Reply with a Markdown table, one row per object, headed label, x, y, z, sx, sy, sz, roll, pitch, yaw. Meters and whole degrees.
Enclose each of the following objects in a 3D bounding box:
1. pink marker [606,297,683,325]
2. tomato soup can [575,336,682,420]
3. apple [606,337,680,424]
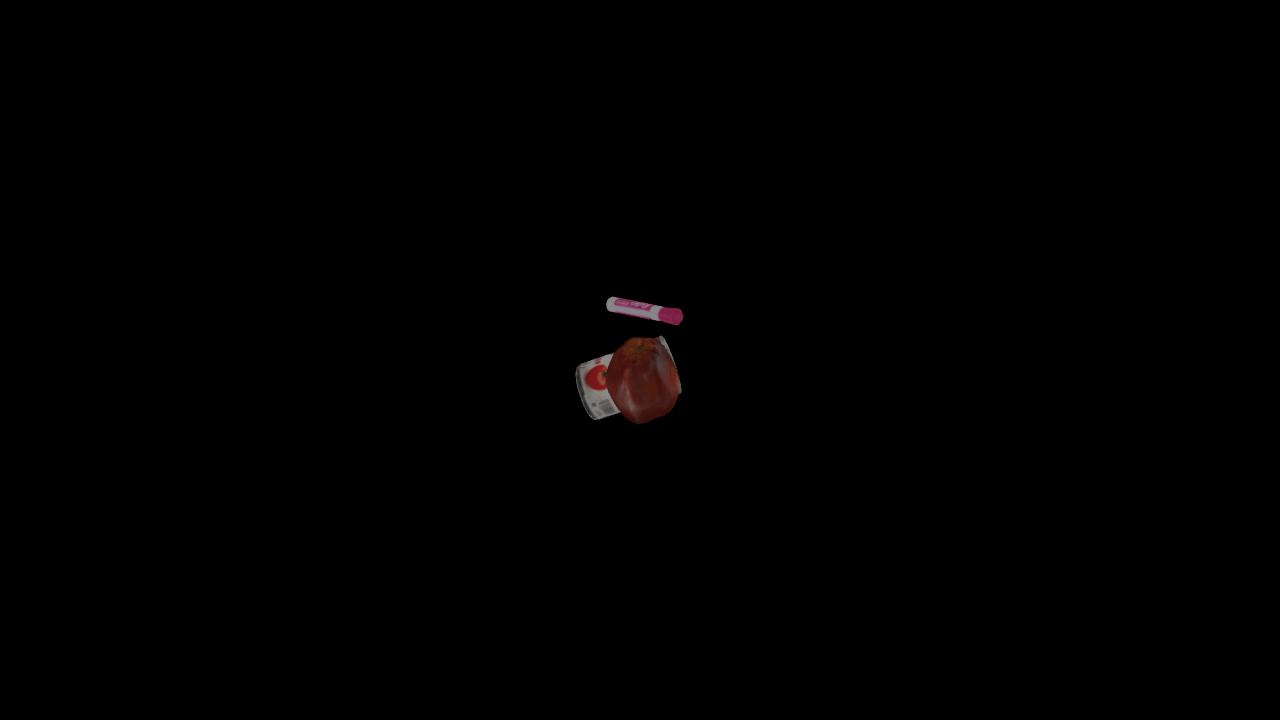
| label | x | y | z | sx | sy | sz | roll | pitch | yaw |
| --- | --- | --- | --- | --- | --- | --- | --- | --- | --- |
| pink marker | 0.005 | -0.057 | 0.713 | 0.020 | 0.020 | 0.121 | 0 | 11 | -42 |
| tomato soup can | -0.012 | 0.021 | 0.677 | 0.101 | 0.068 | 0.068 | -19 | -4 | 10 |
| apple | 0.003 | 0.021 | 0.649 | 0.079 | 0.093 | 0.079 | -7 | 40 | 6 |
